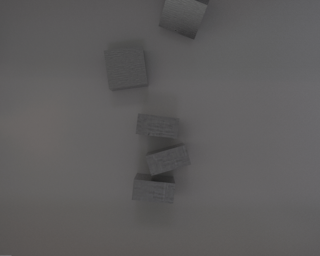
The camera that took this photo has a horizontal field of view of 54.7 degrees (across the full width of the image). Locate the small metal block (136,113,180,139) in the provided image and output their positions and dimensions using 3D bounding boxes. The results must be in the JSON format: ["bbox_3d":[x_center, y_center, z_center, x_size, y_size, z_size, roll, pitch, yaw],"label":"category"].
[{"bbox_3d":[-0.003,-0.002,0.399,0.050,0.050,0.025,7,90,0],"label":"small metal block"}]

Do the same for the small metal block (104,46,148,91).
[{"bbox_3d":[-0.044,-0.078,0.411,0.050,0.025,0.050,-8,90,0],"label":"small metal block"}]

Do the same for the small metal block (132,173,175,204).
[{"bbox_3d":[-0.008,0.077,0.399,0.050,0.050,0.025,6,90,0],"label":"small metal block"}]

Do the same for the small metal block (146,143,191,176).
[{"bbox_3d":[0.010,0.039,0.399,0.050,0.050,0.025,-16,90,0],"label":"small metal block"}]

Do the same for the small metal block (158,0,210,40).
[{"bbox_3d":[0.031,-0.149,0.397,0.050,0.050,0.025,21,49,0],"label":"small metal block"}]
